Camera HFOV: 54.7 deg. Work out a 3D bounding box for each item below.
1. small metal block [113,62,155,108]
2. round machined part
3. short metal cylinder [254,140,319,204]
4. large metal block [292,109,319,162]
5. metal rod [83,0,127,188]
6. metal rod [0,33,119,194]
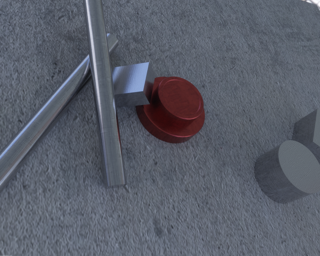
[{"bbox_3d":[-0.037,-0.056,0.401,0.050,0.025,0.050,-5,54,18],"label":"small metal block"},{"bbox_3d":[0.020,-0.032,0.425,0.099,0.042,0.098,14,56,-21],"label":"round machined part"},{"bbox_3d":[0.187,0.064,0.452,0.081,0.050,0.080,14,56,-21],"label":"short metal cylinder"},{"bbox_3d":[0.271,0.028,0.520,0.080,0.050,0.080,35,51,-5],"label":"large metal block"},{"bbox_3d":[-0.073,-0.077,0.382,0.025,0.025,0.299,0,71,-29],"label":"metal rod"},{"bbox_3d":[-0.123,-0.018,0.349,0.025,0.025,0.301,32,51,-8],"label":"metal rod"}]
